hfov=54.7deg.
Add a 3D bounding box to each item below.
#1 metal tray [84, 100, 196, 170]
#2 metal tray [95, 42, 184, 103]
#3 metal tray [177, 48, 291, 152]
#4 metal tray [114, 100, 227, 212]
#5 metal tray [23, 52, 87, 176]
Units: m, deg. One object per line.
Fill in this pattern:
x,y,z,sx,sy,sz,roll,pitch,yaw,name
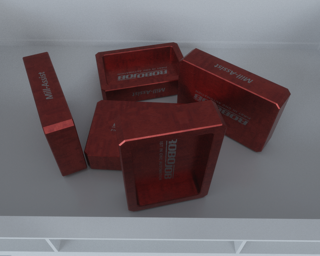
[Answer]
-0.020,0.009,0.390,0.131,0.030,0.090,3,50,2,metal tray
-0.026,-0.085,0.470,0.131,0.030,0.090,-10,51,-9,metal tray
0.084,-0.034,0.390,0.130,0.089,0.030,31,57,23,metal tray
0.008,0.033,0.305,0.091,0.129,0.030,-9,51,-9,metal tray
-0.127,-0.018,0.374,0.030,0.089,0.130,-19,53,-16,metal tray
